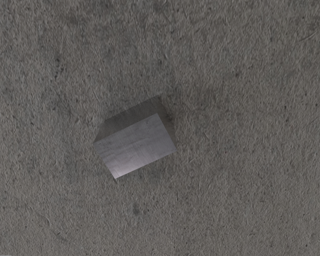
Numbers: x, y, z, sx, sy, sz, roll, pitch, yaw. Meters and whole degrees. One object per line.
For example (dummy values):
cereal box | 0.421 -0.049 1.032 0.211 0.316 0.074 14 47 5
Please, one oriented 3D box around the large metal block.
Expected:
large metal block | -0.028 0.008 0.383 0.080 0.080 0.050 -25 108 9
